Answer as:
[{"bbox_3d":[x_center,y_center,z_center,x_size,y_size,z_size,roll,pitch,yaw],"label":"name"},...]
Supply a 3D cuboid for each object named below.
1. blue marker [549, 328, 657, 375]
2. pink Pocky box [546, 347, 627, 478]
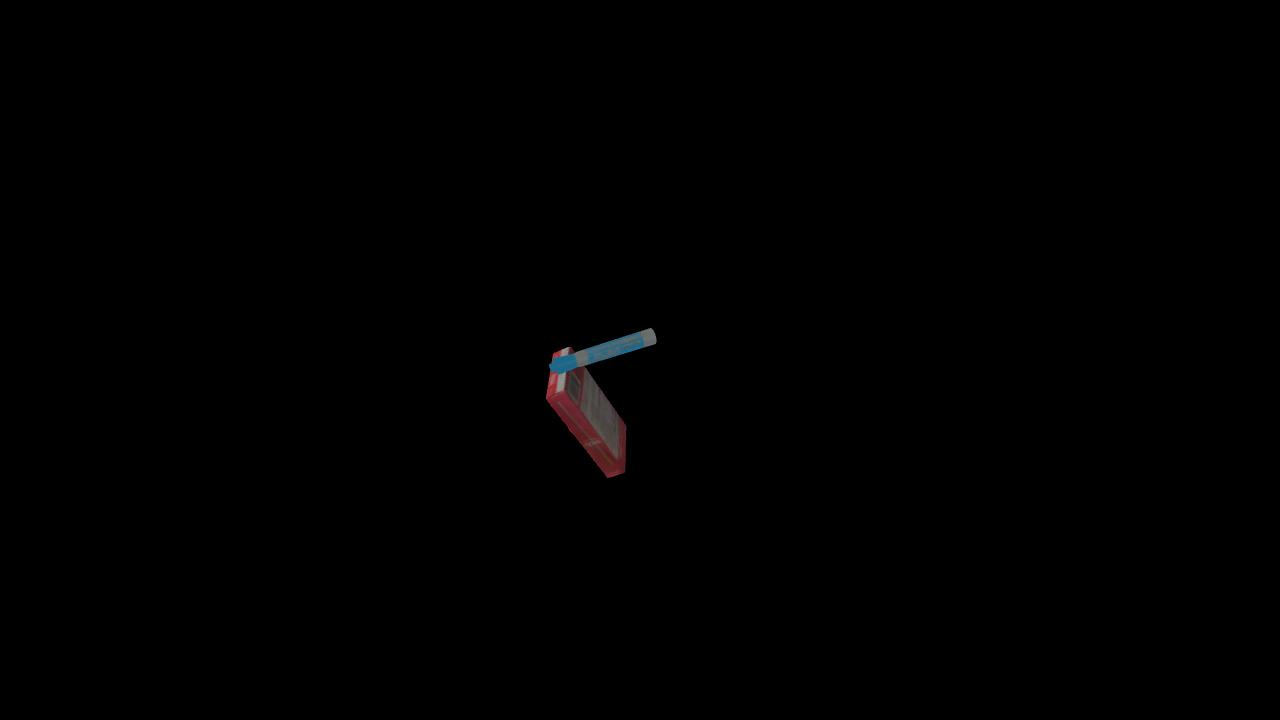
[{"bbox_3d":[-0.040,-0.009,0.672,0.121,0.020,0.020,-18,5,-14],"label":"blue marker"},{"bbox_3d":[-0.062,0.066,0.758,0.029,0.155,0.084,-21,36,16],"label":"pink Pocky box"}]
